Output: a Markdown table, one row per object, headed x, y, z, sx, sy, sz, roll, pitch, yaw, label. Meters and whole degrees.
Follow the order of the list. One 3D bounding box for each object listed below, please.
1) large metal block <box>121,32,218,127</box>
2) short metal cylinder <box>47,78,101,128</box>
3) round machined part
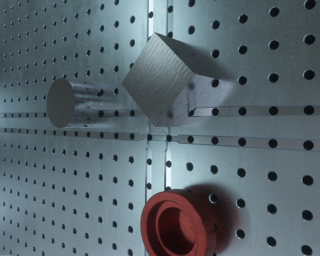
| x | y | z | sx | sy | sz | roll | pitch | yaw | label |
| --- | --- | --- | --- | --- | --- | --- | --- | --- | --- |
| 0.010 | -0.058 | 0.385 | 0.080 | 0.050 | 0.080 | 52 | 120 | 27 | large metal block |
| -0.142 | -0.039 | 0.511 | 0.080 | 0.050 | 0.080 | 0 | 90 | 40 | short metal cylinder |
| 0.026 | 0.123 | 0.377 | 0.098 | 0.042 | 0.097 | 0 | 90 | 40 | round machined part |
